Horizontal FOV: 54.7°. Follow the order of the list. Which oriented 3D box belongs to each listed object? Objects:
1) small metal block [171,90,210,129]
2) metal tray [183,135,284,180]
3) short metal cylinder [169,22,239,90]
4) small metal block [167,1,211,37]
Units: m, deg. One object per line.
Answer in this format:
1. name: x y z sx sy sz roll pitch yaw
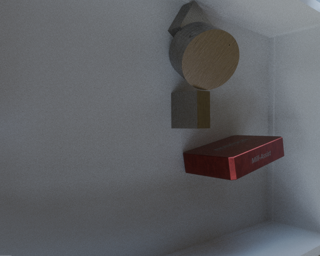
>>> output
1. small metal block: 0.042 -0.024 0.428 0.025 0.050 0.050 -1 91 -40
2. metal tray: 0.110 0.039 0.459 0.131 0.090 0.030 -14 99 -39
3. short metal cylinder: 0.058 -0.098 0.418 0.081 0.050 0.079 -9 121 -15
4. small metal block: 0.045 -0.143 0.447 0.050 0.025 0.050 41 65 -33
